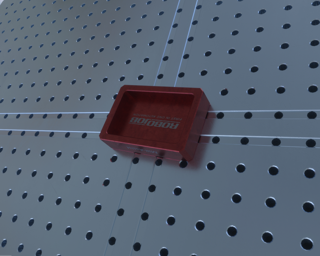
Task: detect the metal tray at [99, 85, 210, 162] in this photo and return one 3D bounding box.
[{"bbox_3d":[-0.009,-0.011,0.414,0.130,0.030,0.090,7,65,31],"label":"metal tray"}]
